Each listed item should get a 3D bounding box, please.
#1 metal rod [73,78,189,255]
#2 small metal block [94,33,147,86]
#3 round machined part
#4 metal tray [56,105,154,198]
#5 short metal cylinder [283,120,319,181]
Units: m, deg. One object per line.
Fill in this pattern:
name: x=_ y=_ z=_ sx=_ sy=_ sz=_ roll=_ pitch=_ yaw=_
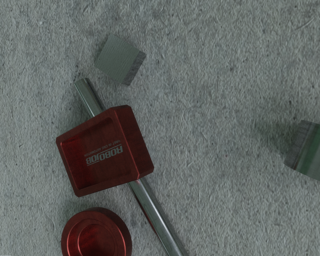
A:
metal rod: x=-0.038 y=0.061 z=0.421 sx=0.025 sy=0.025 sz=0.299 roll=-34 pitch=80 yaw=16
small metal block: x=-0.055 y=-0.094 z=0.427 sx=0.050 sy=0.025 sz=0.050 roll=34 pitch=101 yaw=16
round machined part: x=-0.083 y=0.158 z=0.428 sx=0.098 sy=0.042 sz=0.097 roll=0 pitch=90 yaw=19
metal tray: x=-0.077 y=0.034 z=0.407 sx=0.130 sy=0.030 sz=0.090 roll=-23 pitch=86 yaw=37
short metal cylinder: x=0.176 y=0.029 z=0.318 sx=0.080 sy=0.080 sz=0.050 roll=22 pitch=97 yaw=18
